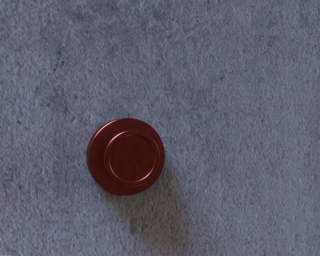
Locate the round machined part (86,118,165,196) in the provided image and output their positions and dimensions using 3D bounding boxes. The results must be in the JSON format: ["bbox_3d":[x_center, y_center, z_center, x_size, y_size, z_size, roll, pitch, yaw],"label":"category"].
[{"bbox_3d":[-0.039,0.036,0.386,0.099,0.042,0.097,0,90,-21],"label":"round machined part"}]
